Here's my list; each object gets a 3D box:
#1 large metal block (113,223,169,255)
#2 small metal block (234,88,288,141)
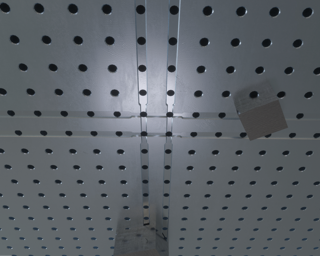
[{"bbox_3d":[-0.033,0.233,0.593,0.080,0.050,0.080,-14,129,11],"label":"large metal block"},{"bbox_3d":[0.130,-0.016,0.399,0.050,0.025,0.050,-22,127,17],"label":"small metal block"}]
